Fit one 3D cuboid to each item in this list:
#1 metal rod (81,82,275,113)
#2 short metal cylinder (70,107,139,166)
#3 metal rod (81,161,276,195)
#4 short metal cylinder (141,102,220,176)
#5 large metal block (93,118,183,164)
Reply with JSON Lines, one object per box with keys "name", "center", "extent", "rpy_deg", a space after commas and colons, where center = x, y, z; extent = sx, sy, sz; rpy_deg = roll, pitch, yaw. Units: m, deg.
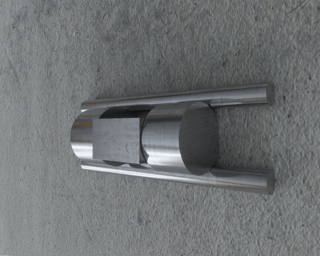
{"name": "metal rod", "center": [-0.003, -0.034, 0.409], "extent": [0.300, 0.025, 0.025], "rpy_deg": [0, 90, 40]}
{"name": "short metal cylinder", "center": [-0.076, 0.012, 0.433], "extent": [0.050, 0.081, 0.080], "rpy_deg": [-1, 90, 40]}
{"name": "metal rod", "center": [-0.003, 0.056, 0.409], "extent": [0.300, 0.025, 0.025], "rpy_deg": [0, 90, 40]}
{"name": "short metal cylinder", "center": [0.025, 0.012, 0.349], "extent": [0.050, 0.081, 0.080], "rpy_deg": [-1, 90, 40]}
{"name": "large metal block", "center": [-0.027, 0.014, 0.390], "extent": [0.080, 0.081, 0.050], "rpy_deg": [0, 90, 40]}
